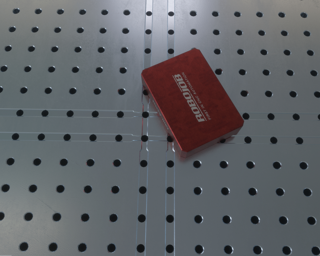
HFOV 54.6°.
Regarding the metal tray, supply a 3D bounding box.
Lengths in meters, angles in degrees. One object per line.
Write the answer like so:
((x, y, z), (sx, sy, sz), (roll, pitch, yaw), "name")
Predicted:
((0.041, -0.036, 0.423), (0.090, 0.030, 0.130), (-25, 72, -9), "metal tray")
